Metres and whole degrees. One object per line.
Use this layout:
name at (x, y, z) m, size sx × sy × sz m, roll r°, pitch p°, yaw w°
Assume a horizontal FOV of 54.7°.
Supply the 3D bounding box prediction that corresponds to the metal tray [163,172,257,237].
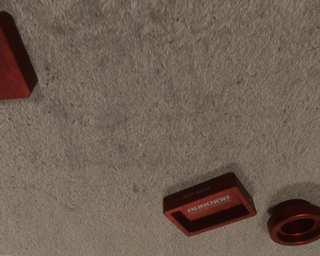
metal tray at (0.082, 0.131, 0.516) m, size 0.130 × 0.030 × 0.090 m, roll -25°, pitch 126°, yaw 19°

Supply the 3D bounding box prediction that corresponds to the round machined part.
round machined part at (0.235, 0.160, 0.536) m, size 0.099 × 0.042 × 0.097 m, roll -1°, pitch 130°, yaw 0°

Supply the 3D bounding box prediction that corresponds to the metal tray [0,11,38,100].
metal tray at (-0.215, -0.073, 0.339) m, size 0.131 × 0.030 × 0.089 m, roll -4°, pitch 130°, yaw 3°
